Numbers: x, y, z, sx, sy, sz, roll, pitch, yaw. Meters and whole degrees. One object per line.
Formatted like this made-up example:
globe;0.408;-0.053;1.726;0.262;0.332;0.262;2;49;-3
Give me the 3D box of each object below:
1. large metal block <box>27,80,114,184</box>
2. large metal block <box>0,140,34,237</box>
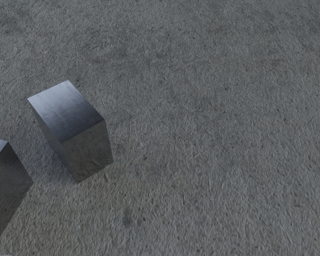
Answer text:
large metal block;-0.102;0.005;0.363;0.050;0.080;0.080;-32;57;-24
large metal block;-0.184;0.063;0.313;0.050;0.080;0.080;12;51;10
